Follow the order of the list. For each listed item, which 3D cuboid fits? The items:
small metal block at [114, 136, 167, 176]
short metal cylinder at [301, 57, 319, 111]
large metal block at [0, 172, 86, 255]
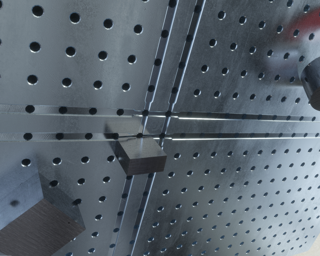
[{"bbox_3d":[-0.026,0.035,0.404,0.050,0.050,0.025,-3,120,-27],"label":"small metal block"},{"bbox_3d":[0.267,-0.070,0.479,0.081,0.050,0.080,-1,142,-1],"label":"short metal cylinder"},{"bbox_3d":[-0.154,0.115,0.383,0.080,0.050,0.080,-37,130,-4],"label":"large metal block"}]
